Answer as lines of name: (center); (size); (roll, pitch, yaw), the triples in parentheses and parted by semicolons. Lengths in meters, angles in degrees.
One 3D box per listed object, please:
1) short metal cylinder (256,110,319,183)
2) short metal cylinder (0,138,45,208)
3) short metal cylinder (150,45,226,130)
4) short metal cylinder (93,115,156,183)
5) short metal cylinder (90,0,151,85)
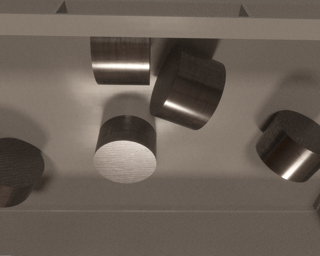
short metal cylinder: (0.171, 0.022, 0.395); (0.081, 0.080, 0.050); (15, 128, -13)
short metal cylinder: (-0.206, 0.060, 0.421); (0.080, 0.080, 0.050); (26, 125, -21)
short metal cylinder: (0.028, -0.043, 0.337); (0.050, 0.080, 0.079); (19, 127, -16)
short metal cylinder: (-0.045, 0.029, 0.417); (0.081, 0.050, 0.079); (0, 130, 0)
short metal cylinder: (-0.035, -0.082, 0.303); (0.050, 0.080, 0.079); (1, 130, -1)
